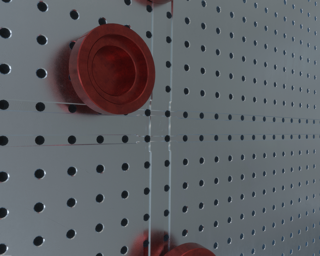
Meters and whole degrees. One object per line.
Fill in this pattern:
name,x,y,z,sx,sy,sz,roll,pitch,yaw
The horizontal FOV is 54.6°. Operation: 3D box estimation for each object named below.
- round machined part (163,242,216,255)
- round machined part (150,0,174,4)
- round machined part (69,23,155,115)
round machined part,0.032,0.203,0.418,0.099,0.042,0.097,-2,94,-31
round machined part,0.006,-0.218,0.402,0.099,0.042,0.097,0,90,-40
round machined part,-0.056,-0.063,0.350,0.099,0.042,0.097,0,90,-40
